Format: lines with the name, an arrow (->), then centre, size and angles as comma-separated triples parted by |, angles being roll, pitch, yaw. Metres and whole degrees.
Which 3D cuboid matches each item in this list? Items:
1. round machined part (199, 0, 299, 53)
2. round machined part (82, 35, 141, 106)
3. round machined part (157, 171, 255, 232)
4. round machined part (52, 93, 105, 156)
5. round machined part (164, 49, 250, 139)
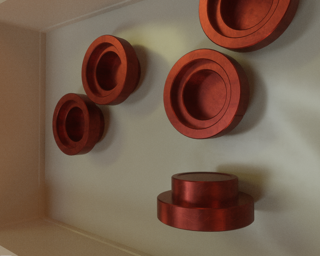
round machined part -> 0.093, -0.127, 0.318 | 0.098, 0.042, 0.097 | 0, 90, 39
round machined part -> -0.066, -0.081, 0.448 | 0.098, 0.042, 0.097 | 0, 90, 39
round machined part -> 0.046, 0.070, 0.320 | 0.098, 0.099, 0.042 | -1, 90, 39
round machined part -> -0.127, -0.006, 0.498 | 0.098, 0.042, 0.097 | 0, 90, 39
round machined part -> 0.055, -0.036, 0.349 | 0.098, 0.042, 0.097 | 0, 90, 39
